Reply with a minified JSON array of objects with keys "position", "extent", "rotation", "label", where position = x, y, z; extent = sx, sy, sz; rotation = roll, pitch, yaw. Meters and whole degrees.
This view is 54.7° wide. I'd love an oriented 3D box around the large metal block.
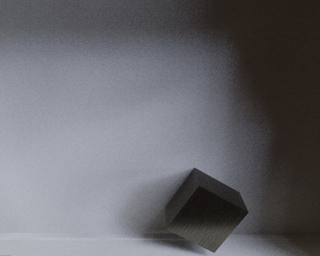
[{"position":[0.064,0.117,0.442],"extent":[0.080,0.050,0.080],"rotation":[30,107,-11],"label":"large metal block"}]
